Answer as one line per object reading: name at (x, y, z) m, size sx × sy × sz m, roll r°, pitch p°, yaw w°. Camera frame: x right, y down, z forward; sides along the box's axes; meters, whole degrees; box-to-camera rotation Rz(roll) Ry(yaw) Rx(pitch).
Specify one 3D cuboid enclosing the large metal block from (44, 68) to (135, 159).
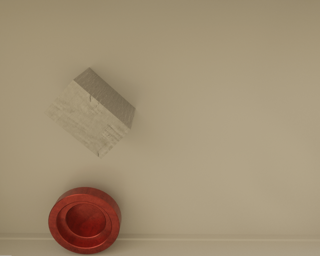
large metal block at (-0.079, -0.021, 0.373) m, size 0.080 × 0.080 × 0.050 m, roll 42°, pitch 105°, yaw -14°

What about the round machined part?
round machined part at (-0.105, 0.128, 0.446) m, size 0.099 × 0.042 × 0.097 m, roll 0°, pitch 108°, yaw 0°
